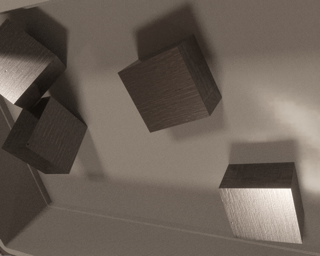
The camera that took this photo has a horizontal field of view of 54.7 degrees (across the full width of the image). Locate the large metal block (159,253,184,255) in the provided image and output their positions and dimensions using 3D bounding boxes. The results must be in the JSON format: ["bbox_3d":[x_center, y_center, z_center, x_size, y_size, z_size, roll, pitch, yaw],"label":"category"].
[{"bbox_3d":[0.022,0.276,0.534,0.050,0.080,0.080,-18,109,35],"label":"large metal block"}]

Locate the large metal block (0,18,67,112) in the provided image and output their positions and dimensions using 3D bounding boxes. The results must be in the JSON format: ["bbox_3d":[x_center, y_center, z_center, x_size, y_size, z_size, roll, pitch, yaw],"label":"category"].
[{"bbox_3d":[-0.188,-0.081,0.412,0.080,0.080,0.050,37,172,3],"label":"large metal block"}]

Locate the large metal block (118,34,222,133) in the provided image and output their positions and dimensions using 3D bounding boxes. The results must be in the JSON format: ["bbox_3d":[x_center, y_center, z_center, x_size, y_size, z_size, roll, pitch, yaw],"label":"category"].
[{"bbox_3d":[0.013,-0.049,0.354,0.080,0.050,0.080,-16,110,34],"label":"large metal block"}]

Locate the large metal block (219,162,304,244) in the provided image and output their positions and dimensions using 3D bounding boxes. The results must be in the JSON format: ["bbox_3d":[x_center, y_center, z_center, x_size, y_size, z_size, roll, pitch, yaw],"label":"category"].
[{"bbox_3d":[0.127,0.091,0.381,0.080,0.050,0.080,-6,115,30],"label":"large metal block"}]

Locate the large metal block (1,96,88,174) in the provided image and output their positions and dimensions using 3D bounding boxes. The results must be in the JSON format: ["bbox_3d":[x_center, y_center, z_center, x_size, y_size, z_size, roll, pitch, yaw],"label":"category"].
[{"bbox_3d":[-0.161,0.013,0.445,0.050,0.080,0.080,-5,145,30],"label":"large metal block"}]
